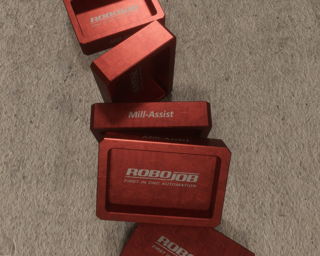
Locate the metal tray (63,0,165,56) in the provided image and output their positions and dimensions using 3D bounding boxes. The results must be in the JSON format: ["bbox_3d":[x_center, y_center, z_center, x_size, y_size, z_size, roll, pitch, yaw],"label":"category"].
[{"bbox_3d":[-0.068,-0.172,0.467,0.131,0.030,0.090,-21,72,-8],"label":"metal tray"}]

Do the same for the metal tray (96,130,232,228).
[{"bbox_3d":[0.002,0.054,0.327,0.131,0.030,0.089,5,105,-2],"label":"metal tray"}]

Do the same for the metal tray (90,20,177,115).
[{"bbox_3d":[-0.026,-0.058,0.373,0.090,0.130,0.030,-38,74,-13],"label":"metal tray"}]

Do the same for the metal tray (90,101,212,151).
[{"bbox_3d":[-0.010,0.000,0.373,0.131,0.090,0.030,-1,70,-1],"label":"metal tray"}]

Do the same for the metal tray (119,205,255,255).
[{"bbox_3d":[0.029,0.149,0.351,0.130,0.030,0.090,30,72,10],"label":"metal tray"}]
